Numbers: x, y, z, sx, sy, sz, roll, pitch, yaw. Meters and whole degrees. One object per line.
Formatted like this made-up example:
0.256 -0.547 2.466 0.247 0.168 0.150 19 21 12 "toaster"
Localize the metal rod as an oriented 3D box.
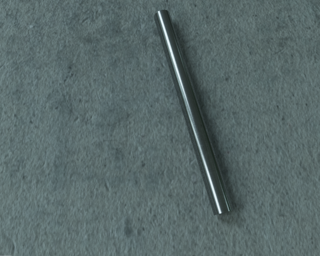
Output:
0.040 -0.034 0.421 0.025 0.025 0.299 -13 71 -5 "metal rod"
